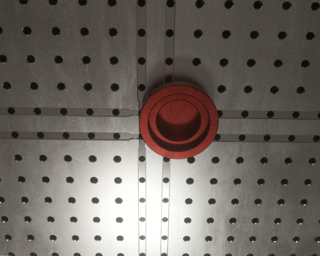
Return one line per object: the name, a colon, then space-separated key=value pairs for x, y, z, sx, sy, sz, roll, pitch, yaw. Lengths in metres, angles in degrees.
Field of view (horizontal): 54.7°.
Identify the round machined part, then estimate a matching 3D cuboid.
round machined part: x=0.023 y=-0.012 z=0.400 sx=0.099 sy=0.042 sz=0.097 roll=0 pitch=110 yaw=-1
